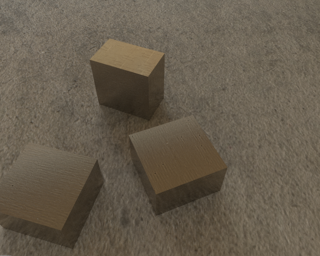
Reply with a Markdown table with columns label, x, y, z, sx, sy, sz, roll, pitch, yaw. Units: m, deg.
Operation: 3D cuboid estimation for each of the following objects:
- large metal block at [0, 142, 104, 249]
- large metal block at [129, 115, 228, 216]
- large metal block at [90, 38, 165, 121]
| label | x | y | z | sx | sy | sz | roll | pitch | yaw |
| --- | --- | --- | --- | --- | --- | --- | --- | --- | --- |
| large metal block | -0.116 | 0.069 | 0.327 | 0.080 | 0.050 | 0.080 | 13 | 51 | 10 |
| large metal block | 0.017 | 0.040 | 0.353 | 0.081 | 0.050 | 0.080 | -18 | 53 | -15 |
| large metal block | -0.041 | -0.065 | 0.422 | 0.080 | 0.080 | 0.050 | 18 | 53 | 14 |
